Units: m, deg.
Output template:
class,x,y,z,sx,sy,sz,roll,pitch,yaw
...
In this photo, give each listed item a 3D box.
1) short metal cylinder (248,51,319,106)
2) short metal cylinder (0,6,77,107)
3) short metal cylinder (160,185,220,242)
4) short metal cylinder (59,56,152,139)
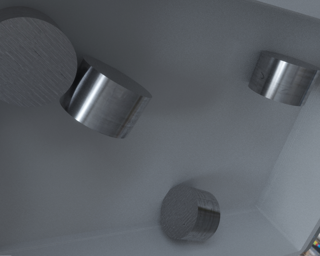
class,x,y,z,sx,sy,sz,roll,pitch,yaw
short metal cylinder,0.169,-0.069,0.425,0.081,0.080,0.050,1,118,-29
short metal cylinder,-0.123,-0.066,0.285,0.081,0.050,0.079,-14,125,-21
short metal cylinder,0.046,0.133,0.483,0.050,0.080,0.080,22,106,-37
short metal cylinder,-0.056,-0.032,0.324,0.080,0.080,0.050,23,106,-37
